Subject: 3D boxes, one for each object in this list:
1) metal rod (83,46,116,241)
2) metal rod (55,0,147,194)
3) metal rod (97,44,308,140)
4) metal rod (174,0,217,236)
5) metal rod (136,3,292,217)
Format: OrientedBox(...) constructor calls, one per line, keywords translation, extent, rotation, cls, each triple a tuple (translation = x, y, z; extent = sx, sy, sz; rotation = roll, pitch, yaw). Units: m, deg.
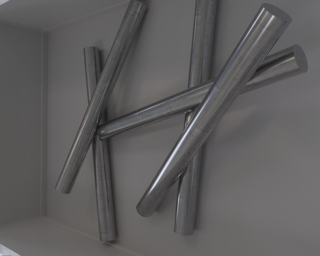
OrientedBox(translation=(-0.095, 0.021, 0.485), extent=(0.025, 0.025, 0.298), rotation=(-10, 84, 39), cls="metal rod")
OrientedBox(translation=(-0.090, -0.039, 0.455), extent=(0.025, 0.025, 0.298), rotation=(31, 101, 36), cls="metal rod")
OrientedBox(translation=(0.016, -0.026, 0.362), extent=(0.299, 0.025, 0.025), rotation=(-17, 79, 45), cls="metal rod")
OrientedBox(translation=(0.043, -0.021, 0.371), extent=(0.025, 0.025, 0.298), rotation=(9, 95, 39), cls="metal rod")
OrientedBox(translation=(0.033, 0.013, 0.327), extent=(0.025, 0.025, 0.298), rotation=(54, 137, 26), cls="metal rod")
